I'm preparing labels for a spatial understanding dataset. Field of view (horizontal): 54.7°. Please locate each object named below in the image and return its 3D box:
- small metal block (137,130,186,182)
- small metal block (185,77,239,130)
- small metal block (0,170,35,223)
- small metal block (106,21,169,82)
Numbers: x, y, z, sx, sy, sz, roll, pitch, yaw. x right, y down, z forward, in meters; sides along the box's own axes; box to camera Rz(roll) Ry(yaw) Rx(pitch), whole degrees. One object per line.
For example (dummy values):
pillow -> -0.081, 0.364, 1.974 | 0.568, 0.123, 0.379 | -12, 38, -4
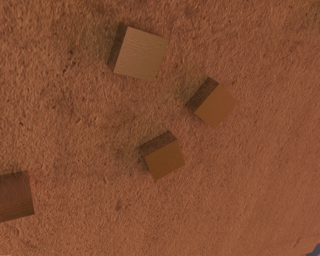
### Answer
small metal block -> 0.003, 0.039, 0.433 | 0.050, 0.025, 0.050 | -28, 128, -11
small metal block -> 0.071, -0.033, 0.425 | 0.050, 0.025, 0.050 | -49, 129, 7
small metal block -> -0.171, 0.076, 0.345 | 0.050, 0.050, 0.025 | -9, 123, -24
small metal block -> -0.025, -0.083, 0.342 | 0.050, 0.025, 0.050 | 8, 114, -32
